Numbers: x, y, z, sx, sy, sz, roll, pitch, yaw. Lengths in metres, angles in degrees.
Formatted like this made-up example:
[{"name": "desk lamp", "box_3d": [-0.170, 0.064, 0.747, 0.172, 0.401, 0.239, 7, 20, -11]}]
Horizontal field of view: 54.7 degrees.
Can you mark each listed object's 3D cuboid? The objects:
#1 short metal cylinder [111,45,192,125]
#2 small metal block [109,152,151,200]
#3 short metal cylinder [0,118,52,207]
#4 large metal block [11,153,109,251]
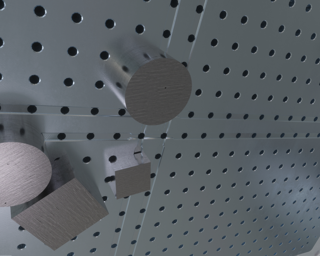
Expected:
[{"name": "short metal cylinder", "box_3d": [-0.011, -0.050, 0.359, 0.081, 0.050, 0.079, -14, 124, -21]}, {"name": "small metal block", "box_3d": [-0.041, 0.066, 0.430, 0.050, 0.025, 0.050, -12, 124, -22]}, {"name": "short metal cylinder", "box_3d": [-0.161, 0.036, 0.330, 0.081, 0.050, 0.079, -14, 124, -21]}, {"name": "large metal block", "box_3d": [-0.124, 0.092, 0.385, 0.080, 0.050, 0.080, -33, 129, -7]}]
